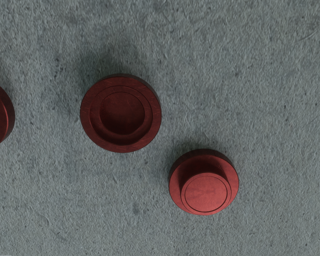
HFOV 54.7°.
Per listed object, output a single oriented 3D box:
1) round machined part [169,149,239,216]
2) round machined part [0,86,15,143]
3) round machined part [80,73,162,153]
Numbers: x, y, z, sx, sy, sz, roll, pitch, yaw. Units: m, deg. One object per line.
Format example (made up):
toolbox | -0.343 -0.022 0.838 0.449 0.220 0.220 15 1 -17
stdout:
round machined part | 0.061 0.081 0.431 0.099 0.042 0.097 0 110 0
round machined part | -0.232 -0.021 0.391 0.099 0.042 0.097 0 110 0
round machined part | -0.047 -0.021 0.392 0.099 0.042 0.097 0 110 0
